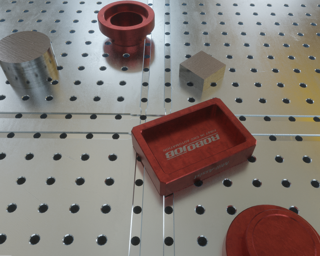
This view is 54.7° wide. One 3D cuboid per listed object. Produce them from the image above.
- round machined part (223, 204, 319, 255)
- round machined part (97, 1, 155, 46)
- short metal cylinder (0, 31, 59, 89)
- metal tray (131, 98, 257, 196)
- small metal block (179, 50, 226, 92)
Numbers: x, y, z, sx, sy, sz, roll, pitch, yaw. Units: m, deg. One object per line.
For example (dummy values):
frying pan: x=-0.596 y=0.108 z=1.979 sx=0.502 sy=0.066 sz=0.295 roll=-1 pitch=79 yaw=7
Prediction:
round machined part: x=0.113 y=0.119 z=0.298 sx=0.099 sy=0.042 sz=0.098 roll=0 pitch=50 yaw=0
round machined part: x=-0.058 y=-0.182 z=0.549 sx=0.099 sy=0.042 sz=0.098 roll=0 pitch=50 yaw=0
short metal cylinder: x=-0.204 y=-0.105 z=0.477 sx=0.081 sy=0.050 sz=0.080 roll=0 pitch=50 yaw=0
metal tray: x=0.041 y=0.018 z=0.389 sx=0.131 sy=0.030 sz=0.090 roll=-20 pitch=53 yaw=-17
small metal block: x=0.066 y=-0.090 z=0.484 sx=0.050 sy=0.025 sz=0.050 roll=-36 pitch=59 yaw=-26
